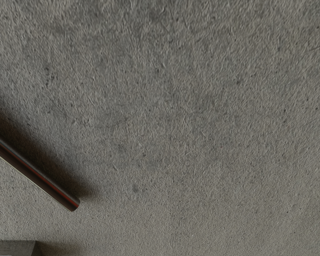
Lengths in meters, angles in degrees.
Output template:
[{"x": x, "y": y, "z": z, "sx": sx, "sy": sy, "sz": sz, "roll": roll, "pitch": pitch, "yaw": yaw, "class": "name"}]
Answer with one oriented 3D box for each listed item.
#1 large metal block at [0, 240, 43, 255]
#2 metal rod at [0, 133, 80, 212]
[{"x": -0.285, "y": 0.267, "z": 0.614, "sx": 0.081, "sy": 0.050, "sz": 0.079, "roll": 1, "pitch": 130, "yaw": -1, "class": "large metal block"}, {"x": -0.216, "y": 0.029, "z": 0.428, "sx": 0.025, "sy": 0.025, "sz": 0.300, "roll": -23, "pitch": 127, "yaw": 18, "class": "metal rod"}]
